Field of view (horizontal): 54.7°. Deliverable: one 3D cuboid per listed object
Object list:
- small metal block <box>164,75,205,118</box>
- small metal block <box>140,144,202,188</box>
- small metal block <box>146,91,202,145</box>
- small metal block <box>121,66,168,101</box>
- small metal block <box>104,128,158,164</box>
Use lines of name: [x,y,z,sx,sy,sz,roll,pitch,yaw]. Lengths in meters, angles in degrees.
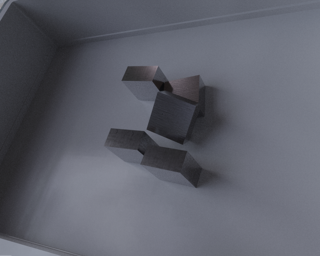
small metal block: [0.032,-0.039,0.413,0.050,0.025,0.050,-8,58,24]
small metal block: [0.014,0.044,0.355,0.050,0.050,0.025,7,66,31]
small metal block: [0.017,-0.014,0.382,0.050,0.025,0.050,22,107,18]
small metal block: [-0.017,-0.062,0.437,0.050,0.050,0.025,6,65,31]
small metal block: [-0.033,0.025,0.392,0.050,0.050,0.025,4,64,30]
